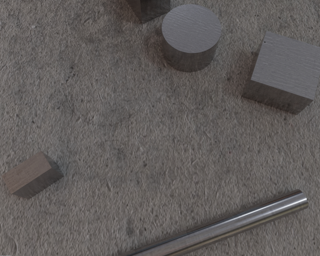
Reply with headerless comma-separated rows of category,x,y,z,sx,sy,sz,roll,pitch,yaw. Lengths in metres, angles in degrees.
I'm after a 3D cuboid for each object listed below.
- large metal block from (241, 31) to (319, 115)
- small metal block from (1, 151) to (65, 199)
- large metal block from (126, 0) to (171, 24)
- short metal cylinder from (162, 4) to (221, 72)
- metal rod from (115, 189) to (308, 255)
large metal block,0.167,-0.074,0.423,0.080,0.050,0.080,20,71,7
small metal block,-0.150,0.058,0.373,0.050,0.050,0.025,-34,74,-12
large metal block,-0.026,-0.218,0.459,0.050,0.080,0.080,-28,73,-10
short metal cylinder,0.043,-0.127,0.442,0.081,0.050,0.080,0,70,0
metal rod,0.030,0.132,0.359,0.302,0.025,0.025,-18,71,-7
